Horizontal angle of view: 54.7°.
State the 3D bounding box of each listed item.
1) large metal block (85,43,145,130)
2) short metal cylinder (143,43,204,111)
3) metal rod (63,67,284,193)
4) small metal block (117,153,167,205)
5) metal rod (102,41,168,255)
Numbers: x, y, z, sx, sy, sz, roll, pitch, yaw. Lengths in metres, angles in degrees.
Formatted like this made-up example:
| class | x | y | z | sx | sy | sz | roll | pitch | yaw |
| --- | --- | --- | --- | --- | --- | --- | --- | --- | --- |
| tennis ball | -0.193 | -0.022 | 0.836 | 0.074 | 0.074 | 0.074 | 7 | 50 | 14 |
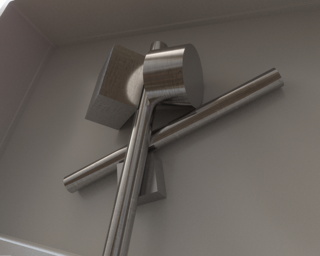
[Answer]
| class | x | y | z | sx | sy | sz | roll | pitch | yaw |
| --- | --- | --- | --- | --- | --- | --- | --- | --- | --- |
| large metal block | -0.060 | -0.053 | 0.425 | 0.080 | 0.050 | 0.080 | -40 | 34 | 57 |
| short metal cylinder | 0.019 | -0.063 | 0.395 | 0.050 | 0.080 | 0.080 | -3 | 60 | 25 |
| metal rod | 0.009 | 0.008 | 0.392 | 0.301 | 0.025 | 0.025 | -28 | 53 | 10 |
| small metal block | -0.023 | 0.064 | 0.376 | 0.050 | 0.025 | 0.050 | -19 | 54 | 16 |
| metal rod | -0.025 | 0.014 | 0.373 | 0.025 | 0.025 | 0.300 | -4 | 58 | 25 |
